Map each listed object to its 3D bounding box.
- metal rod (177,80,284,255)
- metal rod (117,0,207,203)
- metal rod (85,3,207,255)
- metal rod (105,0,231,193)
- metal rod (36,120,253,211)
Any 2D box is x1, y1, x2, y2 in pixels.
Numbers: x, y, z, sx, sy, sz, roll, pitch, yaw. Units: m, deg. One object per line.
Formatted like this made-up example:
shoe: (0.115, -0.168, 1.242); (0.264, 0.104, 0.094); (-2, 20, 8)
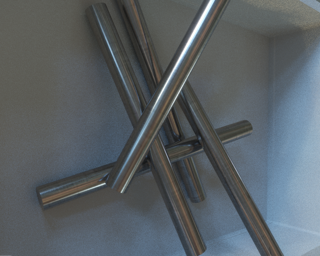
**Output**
metal rod: (0.090, 0.066, 0.390); (0.025, 0.025, 0.299); (-25, 85, -38)
metal rod: (0.007, -0.031, 0.414); (0.025, 0.025, 0.298); (-33, 111, -35)
metal rod: (-0.015, 0.003, 0.351); (0.025, 0.025, 0.299); (-24, 92, -38)
metal rod: (0.025, -0.069, 0.325); (0.025, 0.025, 0.299); (28, 90, -37)
metal rod: (0.005, 0.035, 0.386); (0.303, 0.025, 0.025); (-16, 101, -31)
